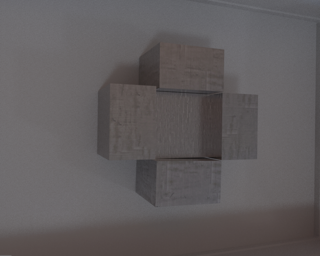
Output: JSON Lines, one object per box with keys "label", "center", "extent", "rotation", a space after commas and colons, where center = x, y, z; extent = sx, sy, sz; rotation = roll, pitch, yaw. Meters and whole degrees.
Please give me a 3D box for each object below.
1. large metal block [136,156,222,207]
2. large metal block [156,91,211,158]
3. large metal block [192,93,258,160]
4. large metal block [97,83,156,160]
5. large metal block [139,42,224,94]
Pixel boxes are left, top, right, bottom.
{"label": "large metal block", "center": [0.020, 0.062, 0.387], "extent": [0.081, 0.080, 0.050], "rotation": [2, 90, -20]}
{"label": "large metal block", "center": [0.017, -0.004, 0.401], "extent": [0.081, 0.050, 0.080], "rotation": [1, 90, -20]}
{"label": "large metal block", "center": [0.083, -0.002, 0.411], "extent": [0.050, 0.080, 0.080], "rotation": [1, 90, -20]}
{"label": "large metal block", "center": [-0.042, -0.006, 0.365], "extent": [0.050, 0.080, 0.080], "rotation": [1, 90, -20]}
{"label": "large metal block", "center": [0.024, -0.068, 0.388], "extent": [0.081, 0.080, 0.050], "rotation": [1, 90, -20]}
